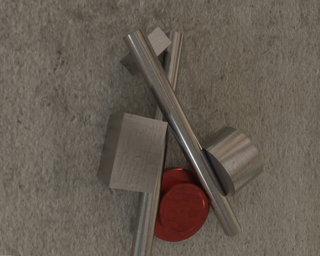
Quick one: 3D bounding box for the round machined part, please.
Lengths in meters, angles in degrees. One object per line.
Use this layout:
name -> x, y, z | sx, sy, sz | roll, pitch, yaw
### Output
round machined part -> 0.024, 0.103, 0.412 | 0.099, 0.042, 0.097 | 0, 90, -21

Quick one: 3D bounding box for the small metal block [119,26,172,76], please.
small metal block -> -0.019, -0.095, 0.390 | 0.050, 0.050, 0.025 | -47, 105, -14

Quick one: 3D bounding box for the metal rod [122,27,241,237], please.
metal rod -> 0.037, 0.020, 0.388 | 0.025, 0.025, 0.299 | -34, 110, -17

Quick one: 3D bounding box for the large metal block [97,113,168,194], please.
large metal block -> -0.036, 0.027, 0.369 | 0.050, 0.080, 0.080 | 13, 86, -20

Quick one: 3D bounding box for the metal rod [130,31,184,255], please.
metal rod -> -0.002, 0.020, 0.394 | 0.025, 0.025, 0.299 | 13, 80, -20

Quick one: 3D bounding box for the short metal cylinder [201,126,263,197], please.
short metal cylinder -> 0.090, 0.044, 0.416 | 0.050, 0.080, 0.080 | -34, 101, -17
